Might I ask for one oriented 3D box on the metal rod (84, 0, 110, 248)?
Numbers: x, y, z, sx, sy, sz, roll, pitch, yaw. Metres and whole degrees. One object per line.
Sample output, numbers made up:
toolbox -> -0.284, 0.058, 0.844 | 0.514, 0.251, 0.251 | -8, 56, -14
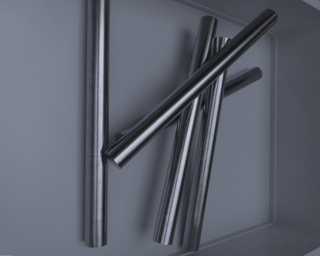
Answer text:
metal rod -> -0.070, -0.020, 0.347 | 0.025, 0.025, 0.298 | 1, 90, -40

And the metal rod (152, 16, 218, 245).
metal rod -> 0.035, -0.005, 0.402 | 0.025, 0.025, 0.299 | 21, 77, -38

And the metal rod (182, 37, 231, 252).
metal rod -> 0.066, 0.024, 0.437 | 0.025, 0.025, 0.298 | 7, 93, -40

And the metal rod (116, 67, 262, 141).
metal rod -> 0.063, -0.040, 0.458 | 0.302, 0.025, 0.025 | -28, 108, -37

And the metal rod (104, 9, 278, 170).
metal rod -> 0.052, -0.061, 0.385 | 0.301, 0.025, 0.025 | -43, 117, -20
